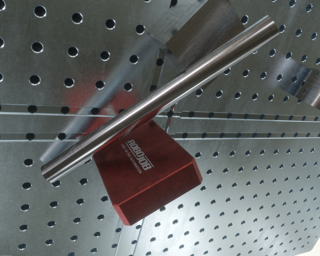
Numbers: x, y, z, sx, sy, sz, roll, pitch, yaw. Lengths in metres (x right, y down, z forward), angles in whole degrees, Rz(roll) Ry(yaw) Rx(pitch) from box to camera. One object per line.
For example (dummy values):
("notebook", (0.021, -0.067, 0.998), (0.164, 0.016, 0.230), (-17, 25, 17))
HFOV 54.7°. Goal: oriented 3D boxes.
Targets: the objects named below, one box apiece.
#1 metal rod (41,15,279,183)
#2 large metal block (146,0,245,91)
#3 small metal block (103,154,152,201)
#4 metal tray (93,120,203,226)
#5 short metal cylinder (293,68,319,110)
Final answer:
("metal rod", (-0.010, -0.024, 0.343), (0.300, 0.025, 0.025), (-33, 131, 12))
("large metal block", (0.046, -0.104, 0.356), (0.080, 0.050, 0.080), (-45, 129, 3))
("small metal block", (-0.043, 0.067, 0.419), (0.050, 0.025, 0.050), (-29, 150, -10))
("metal tray", (-0.022, 0.042, 0.355), (0.090, 0.130, 0.030), (-29, 118, -10))
("short metal cylinder", (0.259, -0.053, 0.484), (0.081, 0.080, 0.050), (16, 110, -35))
